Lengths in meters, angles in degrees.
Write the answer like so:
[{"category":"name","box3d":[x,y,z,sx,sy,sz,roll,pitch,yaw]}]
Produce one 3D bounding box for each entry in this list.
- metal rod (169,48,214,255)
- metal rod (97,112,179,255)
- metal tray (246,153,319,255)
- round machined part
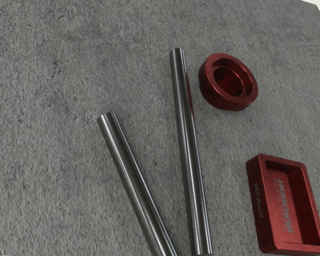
[{"category":"metal rod","box3d":[0.037,0.012,0.418,0.025,0.025,0.299,10,57,-24]},{"category":"metal rod","box3d":[-0.003,0.116,0.332,0.025,0.025,0.299,-14,69,-34]},{"category":"metal tray","box3d":[0.173,0.106,0.431,0.091,0.030,0.130,13,56,-21]},{"category":"round machined part","box3d":[0.103,-0.068,0.492,0.099,0.042,0.098,14,56,-21]}]
